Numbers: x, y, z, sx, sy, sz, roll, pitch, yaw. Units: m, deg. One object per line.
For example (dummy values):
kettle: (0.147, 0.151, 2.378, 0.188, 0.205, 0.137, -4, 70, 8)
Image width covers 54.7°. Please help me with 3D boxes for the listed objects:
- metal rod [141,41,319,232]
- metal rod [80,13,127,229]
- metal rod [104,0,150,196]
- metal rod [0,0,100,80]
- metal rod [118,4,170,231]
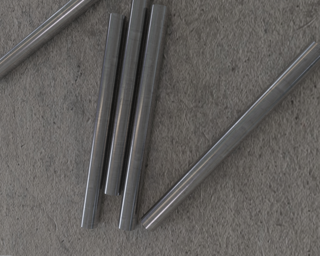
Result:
metal rod: (0.081, 0.020, 0.380, 0.025, 0.025, 0.299, 45, 104, 14)
metal rod: (-0.080, -0.007, 0.437, 0.025, 0.025, 0.298, 10, 93, 20)
metal rod: (-0.043, -0.057, 0.424, 0.025, 0.025, 0.298, 10, 93, 19)
metal rod: (-0.154, -0.158, 0.463, 0.300, 0.025, 0.025, -31, 80, 17)
metal rod: (-0.023, -0.011, 0.416, 0.025, 0.025, 0.298, 10, 93, 19)
